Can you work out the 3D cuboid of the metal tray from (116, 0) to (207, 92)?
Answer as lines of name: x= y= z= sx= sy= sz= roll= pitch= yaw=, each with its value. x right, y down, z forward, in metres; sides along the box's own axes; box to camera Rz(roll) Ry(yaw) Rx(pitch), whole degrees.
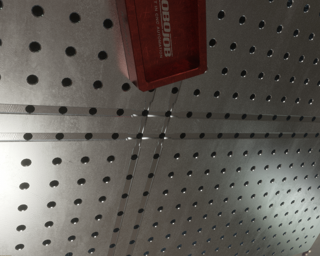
metal tray: x=0.005 y=-0.113 z=0.341 sx=0.091 sy=0.030 sz=0.129 roll=-19 pitch=126 yaw=-17
